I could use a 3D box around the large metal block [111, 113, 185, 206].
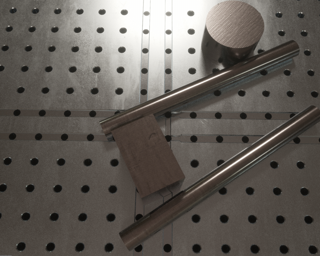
[{"bbox_3d":[-0.014,0.041,0.367,0.050,0.080,0.080,-24,72,-9],"label":"large metal block"}]

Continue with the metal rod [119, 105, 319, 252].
[{"bbox_3d":[0.085,0.057,0.392,0.301,0.025,0.025,-31,73,-11],"label":"metal rod"}]

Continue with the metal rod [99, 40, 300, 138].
[{"bbox_3d":[0.061,-0.058,0.433,0.302,0.025,0.025,-24,72,-9],"label":"metal rod"}]

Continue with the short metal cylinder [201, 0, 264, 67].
[{"bbox_3d":[0.103,-0.135,0.449,0.081,0.050,0.080,0,70,0],"label":"short metal cylinder"}]
